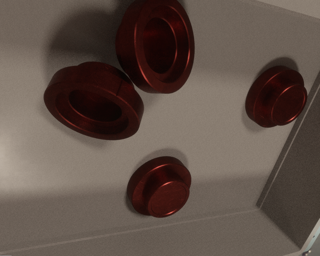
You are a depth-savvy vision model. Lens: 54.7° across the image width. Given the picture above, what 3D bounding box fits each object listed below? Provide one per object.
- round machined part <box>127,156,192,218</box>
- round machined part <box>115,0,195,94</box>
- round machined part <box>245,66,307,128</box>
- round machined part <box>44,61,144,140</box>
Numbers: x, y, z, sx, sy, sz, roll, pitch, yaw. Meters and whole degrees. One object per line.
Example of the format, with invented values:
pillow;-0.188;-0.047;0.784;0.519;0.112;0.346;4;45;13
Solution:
round machined part;0.005;0.094;0.460;0.099;0.042;0.097;-14;125;-21
round machined part;-0.008;-0.085;0.324;0.099;0.042;0.097;-10;102;-51
round machined part;0.184;-0.042;0.475;0.099;0.042;0.097;-14;125;-21
round machined part;-0.064;-0.031;0.322;0.099;0.042;0.098;10;148;6
